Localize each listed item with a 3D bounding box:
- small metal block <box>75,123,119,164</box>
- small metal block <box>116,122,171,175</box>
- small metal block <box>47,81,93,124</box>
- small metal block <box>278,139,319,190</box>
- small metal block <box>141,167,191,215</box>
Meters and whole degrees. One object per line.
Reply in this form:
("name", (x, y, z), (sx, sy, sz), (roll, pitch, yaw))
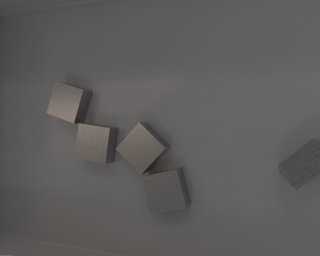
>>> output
("small metal block", (-0.090, 0.021, 0.442), (0.050, 0.025, 0.050), (9, 93, 19))
("small metal block", (-0.022, 0.027, 0.418), (0.050, 0.025, 0.050), (45, 104, 14))
("small metal block", (-0.133, -0.038, 0.458), (0.050, 0.025, 0.050), (19, 96, 19))
("small metal block", (0.160, 0.039, 0.341), (0.050, 0.050, 0.025), (-43, 77, 15))
("small metal block", (0.008, 0.082, 0.407), (0.050, 0.025, 0.050), (-15, 85, 19))
